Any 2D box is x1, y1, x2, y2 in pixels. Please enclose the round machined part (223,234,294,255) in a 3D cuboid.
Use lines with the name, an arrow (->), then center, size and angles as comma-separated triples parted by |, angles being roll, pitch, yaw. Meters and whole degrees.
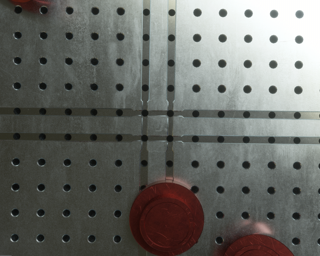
round machined part -> 0.123, 0.182, 0.383 | 0.098, 0.042, 0.098 | -9, 61, 17

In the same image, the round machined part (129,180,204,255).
round machined part -> 0.009, 0.120, 0.405 | 0.099, 0.042, 0.097 | 0, 90, 0

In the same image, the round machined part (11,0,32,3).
round machined part -> -0.180, -0.212, 0.386 | 0.098, 0.097, 0.042 | 29, 51, 0
